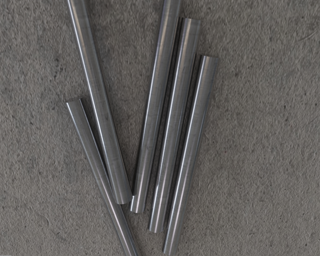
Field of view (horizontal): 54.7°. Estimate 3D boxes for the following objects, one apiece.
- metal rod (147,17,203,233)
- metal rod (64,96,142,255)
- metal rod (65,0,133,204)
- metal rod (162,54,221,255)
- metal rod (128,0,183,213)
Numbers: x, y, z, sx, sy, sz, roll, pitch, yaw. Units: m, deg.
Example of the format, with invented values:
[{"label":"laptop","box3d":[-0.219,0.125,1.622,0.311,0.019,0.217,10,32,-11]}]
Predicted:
[{"label":"metal rod","box3d":[0.016,0.011,0.413,0.025,0.025,0.298,8,110,-3]},{"label":"metal rod","box3d":[-0.071,0.098,0.445,0.025,0.025,0.298,-14,110,5]},{"label":"metal rod","box3d":[-0.076,-0.041,0.386,0.025,0.025,0.298,-10,107,3]},{"label":"metal rod","box3d":[0.038,0.050,0.428,0.025,0.025,0.298,8,110,-3]},{"label":"metal rod","box3d":[-0.009,-0.022,0.401,0.025,0.025,0.298,9,110,-4]}]
